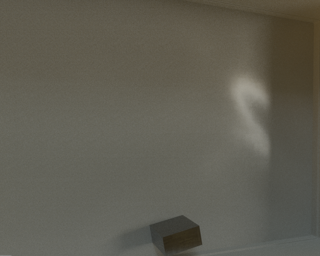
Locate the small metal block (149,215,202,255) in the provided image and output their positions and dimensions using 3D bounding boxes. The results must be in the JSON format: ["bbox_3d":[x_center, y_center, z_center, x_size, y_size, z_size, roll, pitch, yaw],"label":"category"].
[{"bbox_3d":[0.020,0.140,0.406,0.050,0.050,0.025,-11,94,-20],"label":"small metal block"}]
